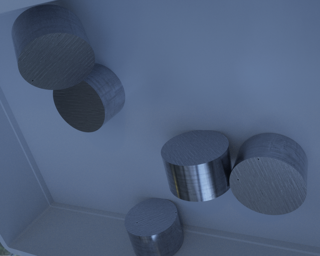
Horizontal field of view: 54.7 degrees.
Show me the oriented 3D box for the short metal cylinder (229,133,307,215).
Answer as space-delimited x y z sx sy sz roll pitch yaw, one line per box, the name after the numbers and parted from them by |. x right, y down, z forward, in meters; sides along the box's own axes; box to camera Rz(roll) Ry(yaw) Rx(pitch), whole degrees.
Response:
0.126 0.053 0.358 0.080 0.050 0.079 12 124 19 | short metal cylinder

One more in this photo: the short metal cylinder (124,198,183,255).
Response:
-0.008 0.153 0.472 0.080 0.080 0.050 1 119 28 | short metal cylinder

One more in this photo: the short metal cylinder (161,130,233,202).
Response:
0.046 0.043 0.376 0.080 0.080 0.050 1 119 28 | short metal cylinder

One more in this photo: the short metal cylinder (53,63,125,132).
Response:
-0.095 -0.041 0.417 0.080 0.050 0.079 13 124 21 | short metal cylinder

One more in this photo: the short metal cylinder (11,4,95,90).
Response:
-0.120 -0.089 0.348 0.080 0.081 0.050 -55 49 39 | short metal cylinder
